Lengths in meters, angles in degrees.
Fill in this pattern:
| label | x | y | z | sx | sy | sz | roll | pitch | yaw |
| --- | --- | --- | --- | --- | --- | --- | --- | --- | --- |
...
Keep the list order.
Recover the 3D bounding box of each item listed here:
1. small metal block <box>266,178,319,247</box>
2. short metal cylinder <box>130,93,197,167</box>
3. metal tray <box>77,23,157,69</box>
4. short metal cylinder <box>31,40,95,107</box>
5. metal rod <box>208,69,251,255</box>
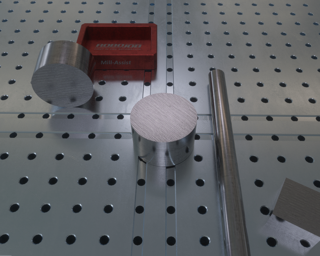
| label | x | y | z | sx | sy | sz | roll | pitch | yaw |
| --- | --- | --- | --- | --- | --- | --- | --- | --- | --- |
| small metal block | 0.150 | 0.089 | 0.333 | 0.050 | 0.025 | 0.050 | 24 | 54 | 19 |
| short metal cylinder | 0.005 | 0.001 | 0.390 | 0.081 | 0.050 | 0.080 | 0 | 50 | 0 |
| metal tray | -0.070 | -0.138 | 0.519 | 0.131 | 0.030 | 0.090 | 0 | 50 | 0 |
| short metal cylinder | -0.132 | -0.074 | 0.433 | 0.081 | 0.080 | 0.050 | -3 | 50 | -3 |
| metal rod | 0.081 | 0.034 | 0.379 | 0.025 | 0.025 | 0.300 | 2 | 50 | 1 |
